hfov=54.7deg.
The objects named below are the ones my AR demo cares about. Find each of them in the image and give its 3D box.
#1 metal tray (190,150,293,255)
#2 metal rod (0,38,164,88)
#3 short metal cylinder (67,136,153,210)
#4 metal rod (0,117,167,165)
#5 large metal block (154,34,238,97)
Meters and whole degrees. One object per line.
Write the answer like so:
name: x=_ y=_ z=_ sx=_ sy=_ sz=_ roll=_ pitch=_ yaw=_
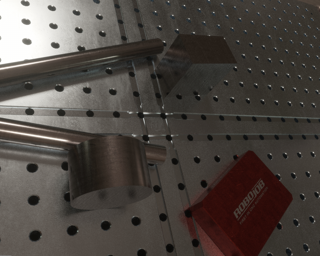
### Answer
metal tray: x=0.111 y=0.099 z=0.406 sx=0.090 sy=0.030 sz=0.131 roll=50 pitch=51 yaw=6
metal rod: x=-0.116 y=-0.084 z=0.397 sx=0.302 sy=0.025 sz=0.025 roll=-22 pitch=74 yaw=-36
short metal cylinder: x=-0.051 y=0.048 z=0.317 sx=0.081 sy=0.080 sz=0.050 roll=2 pitch=61 yaw=-28
metal rod: x=-0.134 y=0.007 z=0.331 sx=0.302 sy=0.025 sz=0.025 roll=11 pitch=57 yaw=-23
large metal block: x=0.051 y=-0.090 z=0.457 sx=0.081 sy=0.080 sz=0.050 roll=-8 pitch=66 yaw=-32
